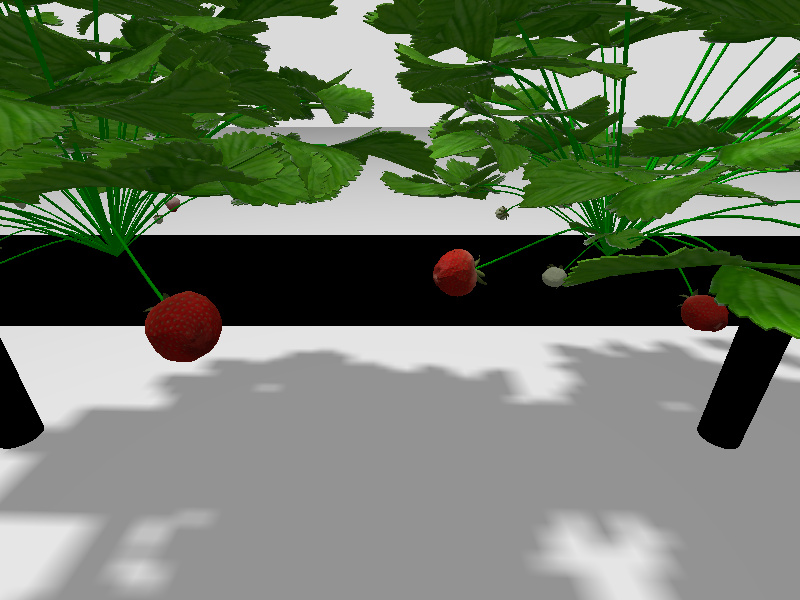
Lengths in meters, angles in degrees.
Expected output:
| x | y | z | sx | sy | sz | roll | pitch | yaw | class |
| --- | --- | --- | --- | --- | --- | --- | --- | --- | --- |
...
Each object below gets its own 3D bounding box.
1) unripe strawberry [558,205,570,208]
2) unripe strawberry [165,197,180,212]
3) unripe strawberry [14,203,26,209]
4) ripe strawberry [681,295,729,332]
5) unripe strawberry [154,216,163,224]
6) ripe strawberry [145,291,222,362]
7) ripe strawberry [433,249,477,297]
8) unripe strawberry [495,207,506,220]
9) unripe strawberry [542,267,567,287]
| x | y | z | sx | sy | sz | roll | pitch | yaw | class |
| --- | --- | --- | --- | --- | --- | --- | --- | --- | --- |
| 0.223 | -0.133 | 0.542 | 0.021 | 0.018 | 0.021 | 4 | -7 | 8 | unripe strawberry |
| -0.302 | -0.127 | 0.532 | 0.018 | 0.019 | 0.019 | -6 | 26 | -12 | unripe strawberry |
| -0.446 | -0.113 | 0.471 | 0.011 | 0.011 | 0.011 | 16 | 29 | 30 | unripe strawberry |
| 0.181 | 0.009 | 0.237 | 0.024 | 0.021 | 0.024 | 2 | 31 | 3 | ripe strawberry |
| -0.277 | -0.092 | 0.460 | 0.009 | 0.010 | 0.010 | -4 | 25 | -9 | unripe strawberry |
| -0.110 | 0.016 | 0.207 | 0.036 | 0.038 | 0.039 | -21 | 33 | -37 | ripe strawberry |
| 0.038 | -0.019 | 0.282 | 0.032 | 0.033 | 0.029 | -14 | 29 | -26 | ripe strawberry |
| 0.123 | -0.106 | 0.490 | 0.015 | 0.015 | 0.016 | -12 | 9 | -23 | unripe strawberry |
| 0.114 | -0.016 | 0.297 | 0.016 | 0.016 | 0.017 | -23 | 34 | -39 | unripe strawberry |
